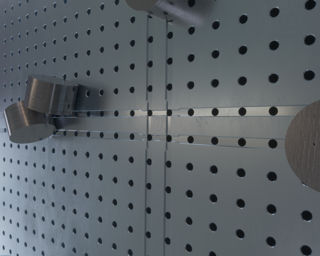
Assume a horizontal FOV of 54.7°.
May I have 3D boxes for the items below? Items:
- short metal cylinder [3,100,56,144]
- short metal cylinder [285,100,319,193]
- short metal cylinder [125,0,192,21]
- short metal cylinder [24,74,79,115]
[{"bbox_3d":[-0.240,-0.011,0.572,0.080,0.081,0.050,-35,69,34],"label":"short metal cylinder"},{"bbox_3d":[0.156,0.015,0.264,0.080,0.050,0.079,0,90,40],"label":"short metal cylinder"},{"bbox_3d":[-0.002,-0.183,0.394,0.080,0.050,0.079,0,90,40],"label":"short metal cylinder"},{"bbox_3d":[-0.184,-0.057,0.525,0.080,0.081,0.050,24,105,37],"label":"short metal cylinder"}]
